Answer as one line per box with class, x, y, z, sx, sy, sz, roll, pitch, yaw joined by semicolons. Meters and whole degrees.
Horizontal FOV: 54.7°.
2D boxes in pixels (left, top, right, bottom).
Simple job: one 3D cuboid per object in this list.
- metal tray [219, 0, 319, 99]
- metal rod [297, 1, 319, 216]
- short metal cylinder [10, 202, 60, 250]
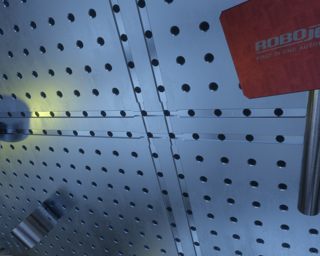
metal tray;0.123;-0.079;0.266;0.130;0.030;0.090;-5;112;48
metal rod;0.159;-0.032;0.306;0.025;0.025;0.298;5;121;25
short metal cylinder;-0.254;0.199;0.633;0.050;0.080;0.080;48;129;-5
